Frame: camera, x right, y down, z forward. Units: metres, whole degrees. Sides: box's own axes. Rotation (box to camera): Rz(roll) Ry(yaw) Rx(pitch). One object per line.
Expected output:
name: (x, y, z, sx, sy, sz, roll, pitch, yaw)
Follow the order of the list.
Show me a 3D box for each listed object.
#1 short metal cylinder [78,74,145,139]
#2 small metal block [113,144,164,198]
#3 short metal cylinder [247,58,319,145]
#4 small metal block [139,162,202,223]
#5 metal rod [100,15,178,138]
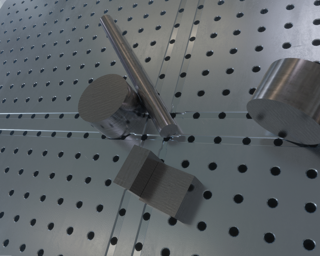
short metal cylinder: (-0.070, -0.031, 0.448, 0.080, 0.050, 0.080, -13, 56, 21)
small metal block: (-0.021, 0.055, 0.370, 0.025, 0.050, 0.050, 18, 71, 35)
short metal cylinder: (0.138, -0.026, 0.317, 0.080, 0.080, 0.050, 24, 75, 36)
small metal block: (0.012, 0.073, 0.357, 0.050, 0.025, 0.050, 17, 71, 34)
metal rod: (-0.045, -0.099, 0.492, 0.025, 0.025, 0.300, -34, 51, 6)
